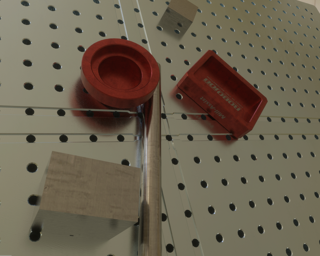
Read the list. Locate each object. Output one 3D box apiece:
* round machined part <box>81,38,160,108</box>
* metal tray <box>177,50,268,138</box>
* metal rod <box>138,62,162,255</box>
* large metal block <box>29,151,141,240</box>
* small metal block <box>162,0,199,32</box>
[{"bbox_3d":[-0.053,-0.066,0.404,0.099,0.042,0.098,8,59,-14],"label":"round machined part"},{"bbox_3d":[0.103,-0.057,0.496,0.130,0.030,0.090,41,51,0],"label":"metal tray"},{"bbox_3d":[-0.011,0.037,0.380,0.025,0.025,0.299,14,56,-21],"label":"metal rod"},{"bbox_3d":[-0.072,0.068,0.293,0.081,0.080,0.050,14,56,-21],"label":"large metal block"},{"bbox_3d":[0.037,-0.208,0.557,0.050,0.025,0.050,28,52,-11],"label":"small metal block"}]
